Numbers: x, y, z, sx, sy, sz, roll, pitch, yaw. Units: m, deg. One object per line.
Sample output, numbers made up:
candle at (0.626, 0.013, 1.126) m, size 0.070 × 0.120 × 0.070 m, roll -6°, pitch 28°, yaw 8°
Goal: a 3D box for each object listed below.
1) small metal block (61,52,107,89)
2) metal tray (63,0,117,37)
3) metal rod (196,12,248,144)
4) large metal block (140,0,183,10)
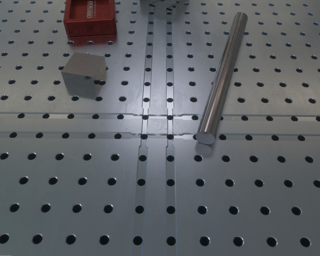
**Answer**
small metal block at (-0.117, -0.090, 0.482) m, size 0.050 × 0.025 × 0.050 m, roll 11°, pitch 51°, yaw 8°
metal tray at (-0.132, -0.227, 0.594) m, size 0.091 × 0.030 × 0.130 m, roll -5°, pitch 50°, yaw -5°
metal rod at (0.105, -0.096, 0.488) m, size 0.025 × 0.025 × 0.300 m, roll 14°, pitch 51°, yaw 11°
large metal block at (0.012, -0.294, 0.638) m, size 0.080 × 0.050 × 0.080 m, roll 19°, pitch 52°, yaw 15°
